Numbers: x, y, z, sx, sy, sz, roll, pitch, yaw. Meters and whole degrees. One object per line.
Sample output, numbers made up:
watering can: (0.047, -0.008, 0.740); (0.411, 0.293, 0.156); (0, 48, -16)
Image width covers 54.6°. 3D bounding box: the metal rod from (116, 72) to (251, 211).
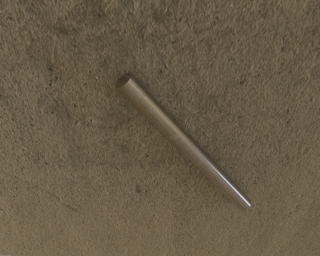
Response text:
metal rod: (0.049, 0.035, 0.437); (0.025, 0.025, 0.300); (-30, 124, 23)
